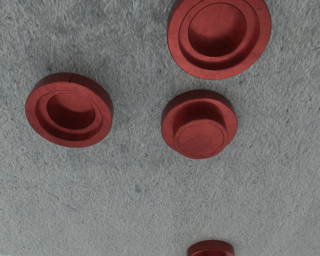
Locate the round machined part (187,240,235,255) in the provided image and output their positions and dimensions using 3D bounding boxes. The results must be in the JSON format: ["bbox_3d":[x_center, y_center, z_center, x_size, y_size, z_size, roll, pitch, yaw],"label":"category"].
[{"bbox_3d":[0.105,0.272,0.628,0.099,0.042,0.097,0,130,0],"label":"round machined part"}]

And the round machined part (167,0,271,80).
[{"bbox_3d":[0.056,-0.101,0.311,0.099,0.042,0.097,0,130,0],"label":"round machined part"}]

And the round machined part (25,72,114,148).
[{"bbox_3d":[-0.105,-0.025,0.373,0.099,0.042,0.097,0,130,0],"label":"round machined part"}]

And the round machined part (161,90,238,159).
[{"bbox_3d":[0.051,0.003,0.399,0.099,0.042,0.097,0,130,0],"label":"round machined part"}]
